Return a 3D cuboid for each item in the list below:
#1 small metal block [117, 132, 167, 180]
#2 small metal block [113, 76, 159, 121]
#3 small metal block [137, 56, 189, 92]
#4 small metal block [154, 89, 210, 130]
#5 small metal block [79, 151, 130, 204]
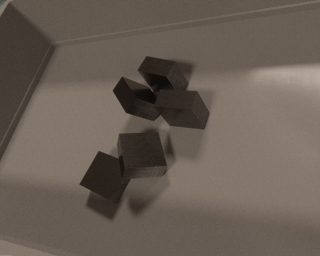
[{"bbox_3d":[-0.023,0.033,0.380,0.050,0.025,0.050,-2,52,-17],"label":"small metal block"},{"bbox_3d":[-0.030,-0.040,0.424,0.025,0.050,0.050,-52,48,21],"label":"small metal block"},{"bbox_3d":[0.005,-0.070,0.429,0.050,0.050,0.025,19,72,35],"label":"small metal block"},{"bbox_3d":[0.028,-0.023,0.388,0.050,0.050,0.025,7,65,31],"label":"small metal block"},{"bbox_3d":[-0.067,0.063,0.401,0.050,0.025,0.050,16,70,34],"label":"small metal block"}]
